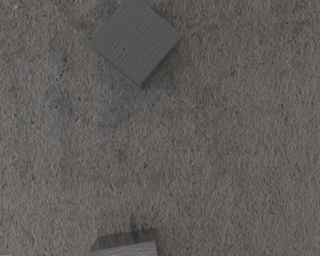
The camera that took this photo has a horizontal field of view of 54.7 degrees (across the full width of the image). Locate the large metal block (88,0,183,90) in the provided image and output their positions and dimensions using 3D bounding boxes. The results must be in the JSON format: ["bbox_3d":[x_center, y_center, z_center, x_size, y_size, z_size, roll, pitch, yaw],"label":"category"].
[{"bbox_3d":[-0.030,-0.107,0.397,0.080,0.050,0.080,40,90,0],"label":"large metal block"}]

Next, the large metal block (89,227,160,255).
[{"bbox_3d":[-0.039,0.181,0.397,0.080,0.050,0.080,-10,90,0],"label":"large metal block"}]
